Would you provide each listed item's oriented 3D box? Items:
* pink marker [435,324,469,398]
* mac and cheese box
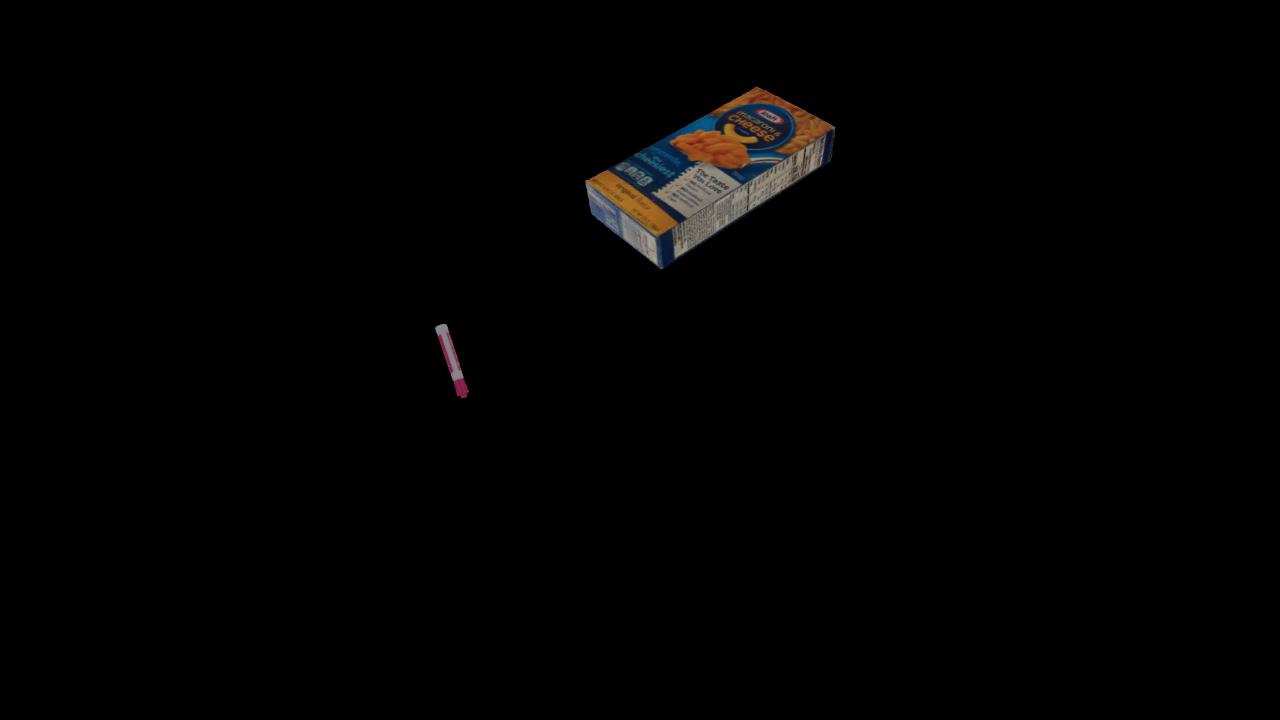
[{"bbox_3d":[-0.292,0.002,0.956,0.020,0.121,0.020,-20,-11,-4],"label":"pink marker"},{"bbox_3d":[0.058,-0.152,0.495,0.184,0.041,0.093,-35,56,-18],"label":"mac and cheese box"}]
